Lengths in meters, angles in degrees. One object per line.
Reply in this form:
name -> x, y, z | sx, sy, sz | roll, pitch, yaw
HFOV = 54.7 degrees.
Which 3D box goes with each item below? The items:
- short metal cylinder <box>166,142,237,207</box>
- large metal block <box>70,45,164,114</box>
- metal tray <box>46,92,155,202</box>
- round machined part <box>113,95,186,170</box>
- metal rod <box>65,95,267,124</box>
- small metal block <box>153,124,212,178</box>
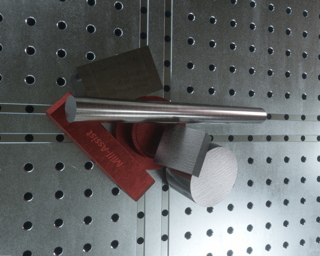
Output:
short metal cylinder -> 0.055, 0.057, 0.408 | 0.081, 0.050, 0.079 | -10, 108, -33
large metal block -> -0.054, -0.052, 0.363 | 0.081, 0.080, 0.050 | -22, 98, -19
metal tray -> -0.071, 0.021, 0.352 | 0.030, 0.090, 0.130 | -46, 105, -14
round machined part -> -0.010, 0.006, 0.404 | 0.099, 0.042, 0.097 | 0, 90, -21
metal rod -> 0.035, -0.018, 0.376 | 0.302, 0.025, 0.025 | 0, 90, -40
small metal block -> 0.027, 0.025, 0.364 | 0.025, 0.050, 0.050 | 36, 72, -60
